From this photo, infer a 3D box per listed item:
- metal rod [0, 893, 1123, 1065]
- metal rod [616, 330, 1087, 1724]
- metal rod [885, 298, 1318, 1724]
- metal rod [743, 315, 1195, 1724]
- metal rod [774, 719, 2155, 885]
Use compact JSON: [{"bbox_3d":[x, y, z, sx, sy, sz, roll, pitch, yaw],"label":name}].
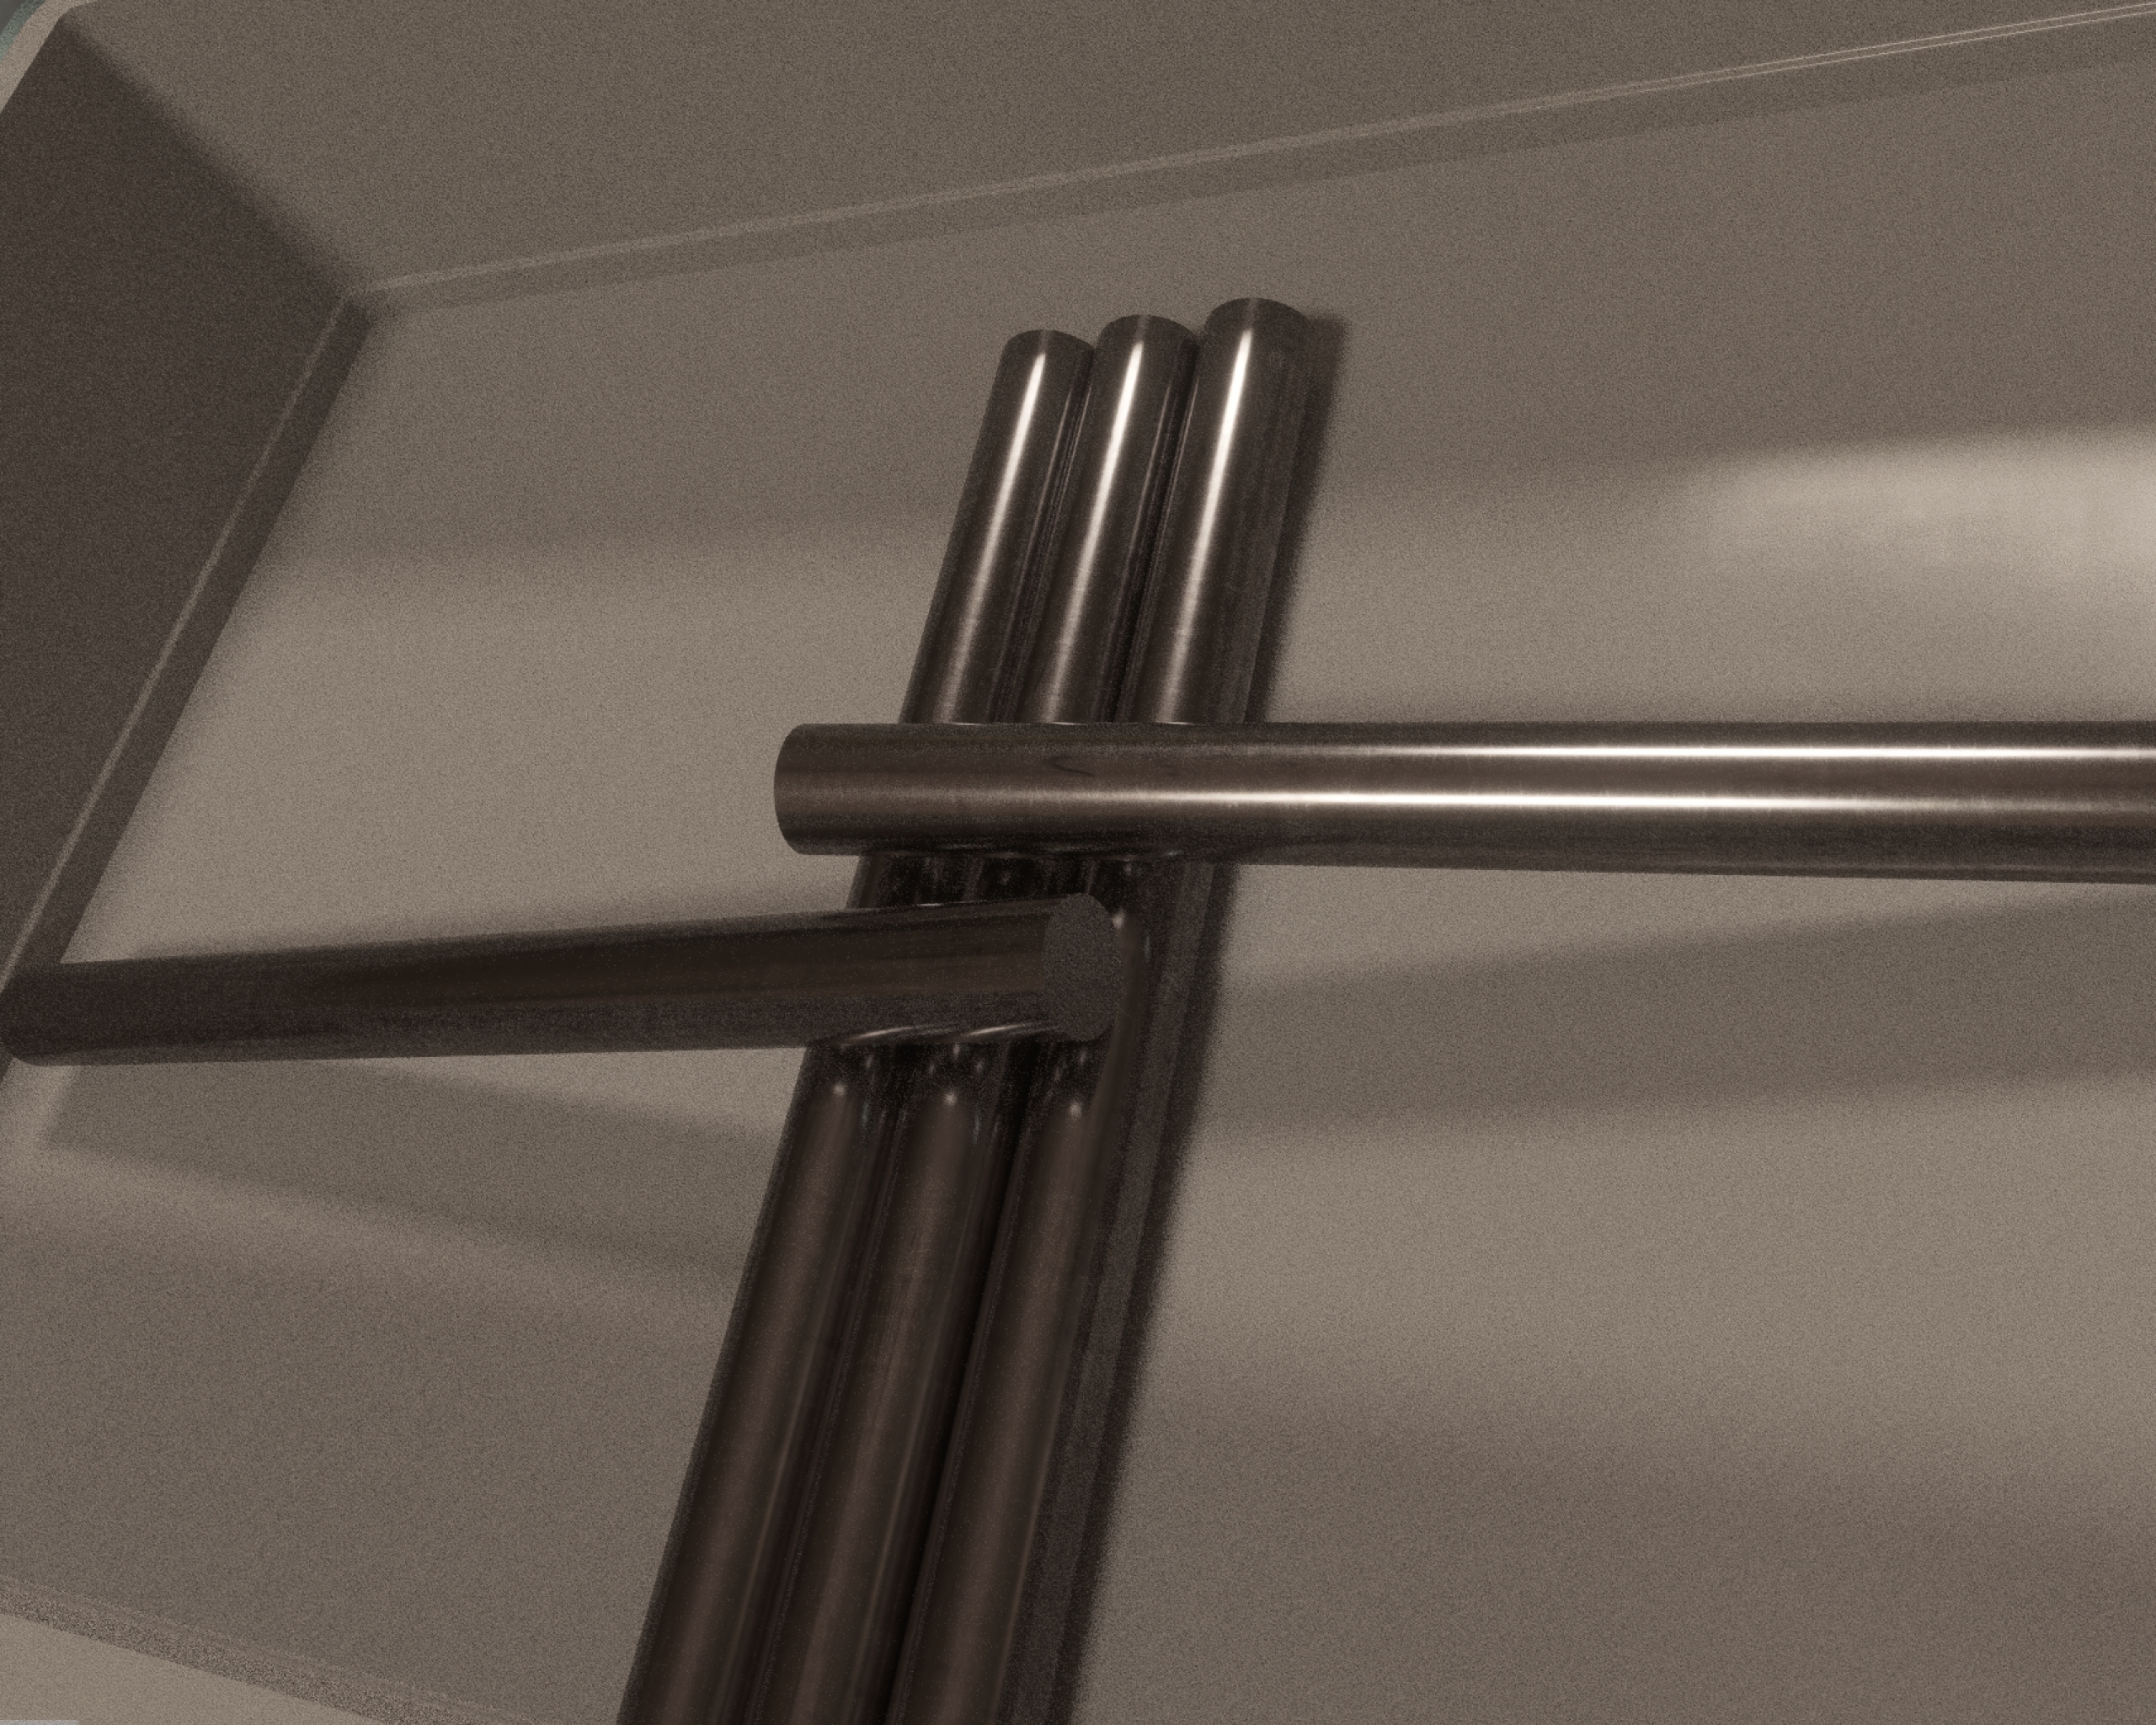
[{"bbox_3d":[-0.126,0.028,0.430,0.300,0.025,0.025,-4,60,32],"label":"metal rod"},{"bbox_3d":[-0.035,0.019,0.410,0.025,0.025,0.300,-1,61,27],"label":"metal rod"},{"bbox_3d":[0.009,0.018,0.387,0.025,0.025,0.300,-1,61,27],"label":"metal rod"},{"bbox_3d":[-0.014,0.018,0.399,0.025,0.025,0.300,-1,61,27],"label":"metal rod"},{"bbox_3d":[0.089,-0.011,0.341,0.301,0.025,0.025,1,62,21],"label":"metal rod"}]
